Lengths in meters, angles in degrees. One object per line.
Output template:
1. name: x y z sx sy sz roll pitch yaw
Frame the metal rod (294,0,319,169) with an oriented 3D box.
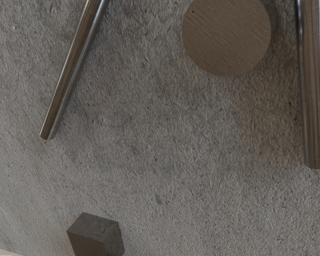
1. metal rod: 0.135 -0.093 0.278 0.025 0.025 0.298 -1 118 29

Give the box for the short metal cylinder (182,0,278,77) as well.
1. short metal cylinder: 0.068 -0.096 0.296 0.080 0.050 0.079 13 124 21

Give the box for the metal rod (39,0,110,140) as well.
1. metal rod: -0.117 -0.083 0.416 0.025 0.025 0.298 38 129 2

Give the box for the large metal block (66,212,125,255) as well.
1. large metal block: -0.119 0.215 0.587 0.080 0.050 0.079 7 122 24
